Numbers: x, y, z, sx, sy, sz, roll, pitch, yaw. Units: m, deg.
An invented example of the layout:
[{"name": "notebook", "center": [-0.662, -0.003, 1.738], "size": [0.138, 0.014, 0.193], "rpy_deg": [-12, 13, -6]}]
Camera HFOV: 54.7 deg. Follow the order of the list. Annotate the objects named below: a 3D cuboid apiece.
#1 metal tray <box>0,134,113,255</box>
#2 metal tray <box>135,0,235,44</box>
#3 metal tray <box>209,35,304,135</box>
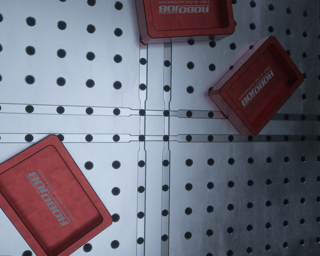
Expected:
[{"name": "metal tray", "center": [-0.127, 0.083, 0.363], "size": [0.090, 0.030, 0.130], "rpy_deg": [-34, 101, -17]}, {"name": "metal tray", "center": [0.035, -0.167, 0.423], "size": [0.131, 0.030, 0.089], "rpy_deg": [-9, 93, -20]}, {"name": "metal tray", "center": [0.147, -0.063, 0.465], "size": [0.130, 0.030, 0.090], "rpy_deg": [-46, 105, -15]}]
